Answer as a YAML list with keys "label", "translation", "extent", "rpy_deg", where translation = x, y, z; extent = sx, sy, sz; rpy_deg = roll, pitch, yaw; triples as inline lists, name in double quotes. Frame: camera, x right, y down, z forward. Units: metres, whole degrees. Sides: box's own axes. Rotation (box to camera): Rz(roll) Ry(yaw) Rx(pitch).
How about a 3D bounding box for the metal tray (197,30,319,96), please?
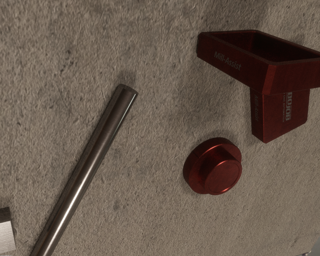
- label: "metal tray"
  translation: [0.113, -0.081, 0.353]
  extent: [0.091, 0.130, 0.030]
  rpy_deg: [-10, 123, -23]

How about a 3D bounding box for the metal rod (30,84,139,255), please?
- label: "metal rod"
  translation: [-0.108, 0.080, 0.397]
  extent: [0.025, 0.025, 0.298]
  rpy_deg: [19, 108, -36]

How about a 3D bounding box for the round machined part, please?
- label: "round machined part"
  translation: [0.089, 0.067, 0.488]
  extent: [0.099, 0.042, 0.097]
  rpy_deg: [-14, 125, -21]

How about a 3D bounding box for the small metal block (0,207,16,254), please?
- label: "small metal block"
  translation: [-0.206, 0.128, 0.374]
  extent: [0.050, 0.025, 0.050]
  rpy_deg: [-9, 122, -24]

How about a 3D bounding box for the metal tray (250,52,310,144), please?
- label: "metal tray"
  translation: [0.186, -0.048, 0.478]
  extent: [0.091, 0.030, 0.129]
  rpy_deg: [-25, 128, -13]
